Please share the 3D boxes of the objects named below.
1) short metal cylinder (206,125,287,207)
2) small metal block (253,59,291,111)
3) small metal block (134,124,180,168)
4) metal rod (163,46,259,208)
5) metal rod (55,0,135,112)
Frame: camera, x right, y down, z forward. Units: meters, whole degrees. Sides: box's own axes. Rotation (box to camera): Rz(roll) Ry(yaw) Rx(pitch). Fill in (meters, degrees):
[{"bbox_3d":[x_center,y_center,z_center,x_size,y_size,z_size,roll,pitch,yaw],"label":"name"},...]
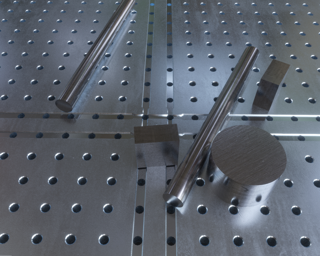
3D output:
[{"bbox_3d":[0.096,0.043,0.356,0.081,0.050,0.080,0,50,0],"label":"short metal cylinder"},{"bbox_3d":[0.160,-0.062,0.444,0.025,0.050,0.050,26,55,20],"label":"small metal block"},{"bbox_3d":[-0.004,0.022,0.373,0.050,0.050,0.025,-4,50,-4],"label":"small metal block"},{"bbox_3d":[0.083,-0.022,0.426,0.025,0.025,0.301,22,53,17],"label":"metal rod"},{"bbox_3d":[-0.098,-0.142,0.526,0.025,0.025,0.300,11,51,9],"label":"metal rod"}]
